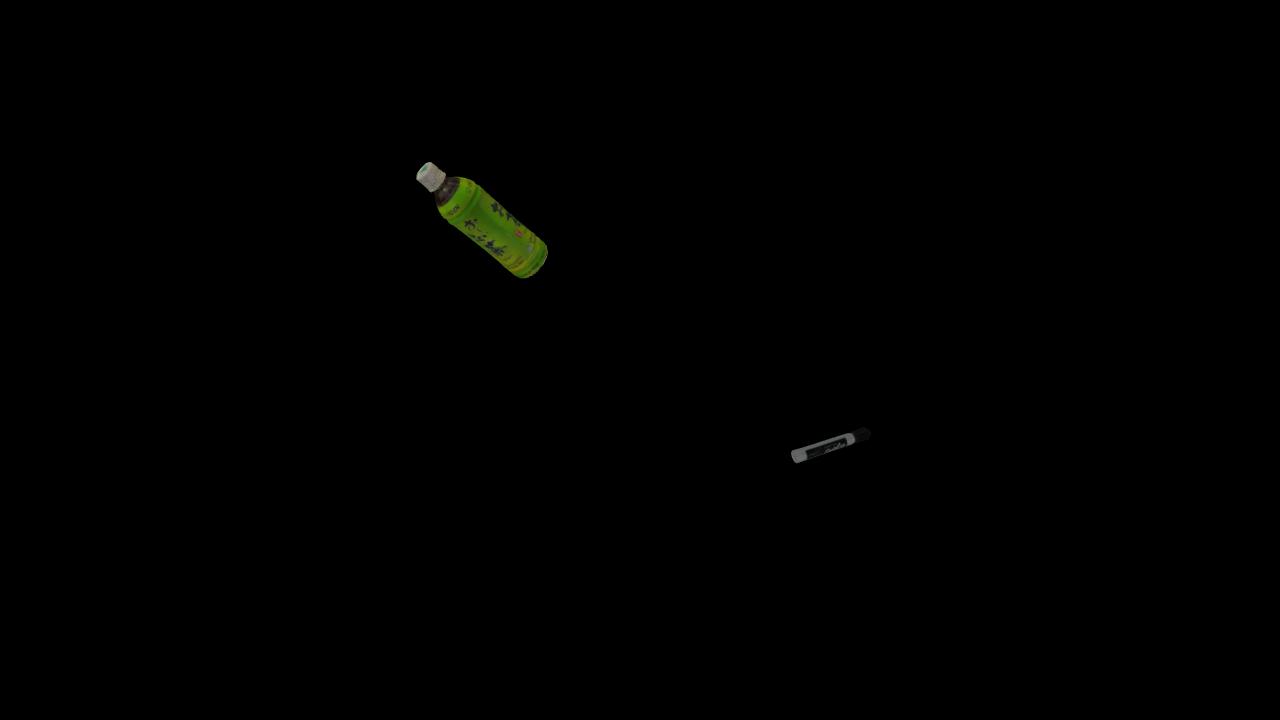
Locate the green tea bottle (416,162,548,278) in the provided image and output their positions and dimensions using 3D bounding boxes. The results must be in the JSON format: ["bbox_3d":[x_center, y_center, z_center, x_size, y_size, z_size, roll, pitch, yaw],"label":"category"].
[{"bbox_3d":[-0.227,-0.201,0.884,0.073,0.073,0.212,0,-27,43],"label":"green tea bottle"}]

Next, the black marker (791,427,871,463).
[{"bbox_3d":[0.274,0.120,0.876,0.121,0.020,0.020,-16,3,-10],"label":"black marker"}]
